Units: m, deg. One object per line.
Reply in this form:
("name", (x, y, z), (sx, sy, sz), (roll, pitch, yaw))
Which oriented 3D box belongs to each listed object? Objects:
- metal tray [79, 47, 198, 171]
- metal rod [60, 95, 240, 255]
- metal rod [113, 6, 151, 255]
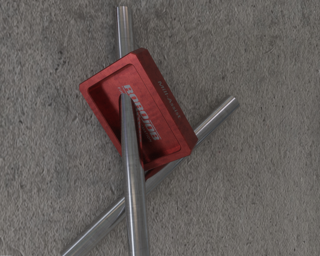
("metal tray", (-0.025, -0.016, 0.367), (0.130, 0.090, 0.030), (60, 30, -11))
("metal rod", (-0.003, 0.059, 0.408), (0.301, 0.025, 0.025), (-42, 104, -15))
("metal rod", (-0.035, 0.000, 0.372), (0.025, 0.025, 0.298), (-2, 82, -20))
